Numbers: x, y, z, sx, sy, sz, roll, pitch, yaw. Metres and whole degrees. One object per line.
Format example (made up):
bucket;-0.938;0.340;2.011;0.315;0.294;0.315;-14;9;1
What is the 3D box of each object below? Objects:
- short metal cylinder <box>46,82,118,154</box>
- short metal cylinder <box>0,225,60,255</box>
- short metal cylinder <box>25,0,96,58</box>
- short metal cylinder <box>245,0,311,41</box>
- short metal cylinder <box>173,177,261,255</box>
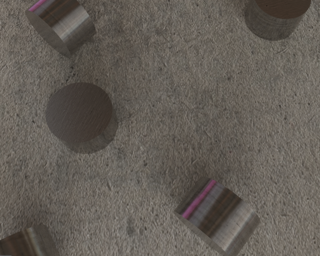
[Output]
short metal cylinder;-0.098;-0.012;0.398;0.081;0.050;0.080;0;70;0
short metal cylinder;-0.149;0.145;0.325;0.080;0.080;0.050;-29;73;-10
short metal cylinder;-0.137;-0.145;0.431;0.080;0.080;0.050;38;75;12
short metal cylinder;0.173;-0.178;0.461;0.081;0.050;0.080;0;70;0
short metal cylinder;0.062;0.099;0.343;0.080;0.080;0.050;38;75;12
